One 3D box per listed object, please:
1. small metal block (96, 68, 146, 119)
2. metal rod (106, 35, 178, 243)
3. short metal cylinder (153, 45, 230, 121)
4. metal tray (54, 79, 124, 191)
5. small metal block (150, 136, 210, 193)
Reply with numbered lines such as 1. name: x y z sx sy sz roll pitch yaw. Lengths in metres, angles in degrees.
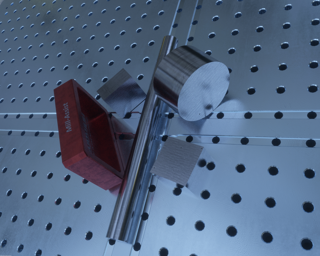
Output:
1. small metal block: -0.054 -0.049 0.448 0.050 0.050 0.025 -41 51 0
2. metal rod: -0.017 -0.003 0.417 0.025 0.025 0.300 0 61 28
3. short metal cylinder: 0.039 -0.055 0.385 0.080 0.080 0.050 -44 51 -3
4. metal tray: -0.093 0.008 0.408 0.030 0.090 0.130 -29 52 10
5. small metal block: 0.024 0.043 0.369 0.050 0.025 0.050 16 70 34
